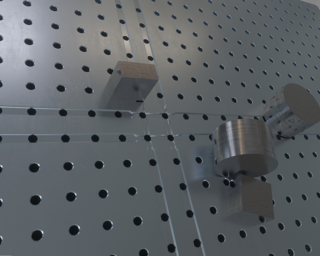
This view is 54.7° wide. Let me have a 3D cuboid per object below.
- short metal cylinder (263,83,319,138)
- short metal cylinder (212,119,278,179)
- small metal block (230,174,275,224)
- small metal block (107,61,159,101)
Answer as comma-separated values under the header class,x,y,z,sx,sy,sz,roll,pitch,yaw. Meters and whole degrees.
class,x,y,z,sx,sy,sz,roll,pitch,yaw
short metal cylinder,0.226,-0.030,0.532,0.081,0.050,0.080,14,56,-21
short metal cylinder,0.112,0.030,0.415,0.081,0.080,0.050,14,56,-21
small metal block,0.123,0.096,0.416,0.050,0.025,0.050,19,54,-17
small metal block,-0.037,-0.061,0.410,0.050,0.050,0.025,0,62,-28
